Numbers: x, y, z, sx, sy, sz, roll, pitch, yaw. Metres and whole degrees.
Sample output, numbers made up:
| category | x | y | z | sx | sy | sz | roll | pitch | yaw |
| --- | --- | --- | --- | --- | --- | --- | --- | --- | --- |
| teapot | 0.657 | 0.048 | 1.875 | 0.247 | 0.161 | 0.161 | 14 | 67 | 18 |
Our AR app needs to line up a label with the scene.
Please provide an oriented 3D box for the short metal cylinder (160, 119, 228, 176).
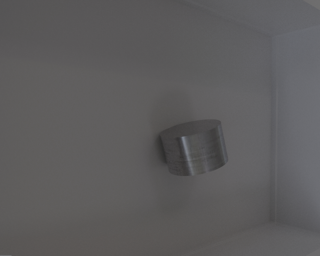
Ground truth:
| category | x | y | z | sx | sy | sz | roll | pitch | yaw |
| --- | --- | --- | --- | --- | --- | --- | --- | --- | --- |
| short metal cylinder | 0.045 | 0.024 | 0.407 | 0.081 | 0.080 | 0.050 | -22 | 104 | -38 |
